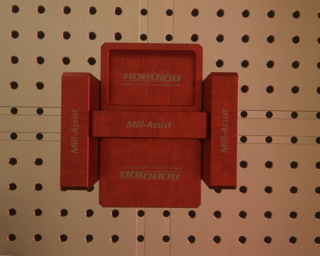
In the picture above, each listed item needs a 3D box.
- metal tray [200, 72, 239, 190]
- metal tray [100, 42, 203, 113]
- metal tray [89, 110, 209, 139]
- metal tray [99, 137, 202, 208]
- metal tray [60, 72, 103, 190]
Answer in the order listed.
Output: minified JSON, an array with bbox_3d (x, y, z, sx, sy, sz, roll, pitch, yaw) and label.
[{"bbox_3d":[0.070,0.003,0.381,0.030,0.090,0.129,1,90,0],"label":"metal tray"},{"bbox_3d":[-0.011,-0.064,0.410,0.131,0.030,0.089,1,90,-1],"label":"metal tray"},{"bbox_3d":[-0.012,-0.004,0.379,0.131,0.090,0.030,1,90,-1],"label":"metal tray"},{"bbox_3d":[-0.012,0.057,0.409,0.131,0.030,0.089,1,90,-1],"label":"metal tray"},{"bbox_3d":[-0.092,0.003,0.379,0.030,0.090,0.129,1,90,0],"label":"metal tray"}]
